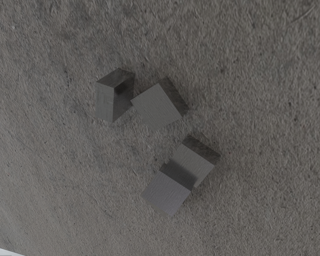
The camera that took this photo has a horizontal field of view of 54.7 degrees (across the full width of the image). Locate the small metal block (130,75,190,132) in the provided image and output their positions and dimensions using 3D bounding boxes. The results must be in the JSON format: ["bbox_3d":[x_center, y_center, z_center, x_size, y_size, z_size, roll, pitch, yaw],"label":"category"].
[{"bbox_3d":[0.000,-0.030,0.389,0.050,0.025,0.050,-27,104,37],"label":"small metal block"}]

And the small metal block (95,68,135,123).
[{"bbox_3d":[-0.057,-0.042,0.395,0.025,0.050,0.050,20,126,16],"label":"small metal block"}]

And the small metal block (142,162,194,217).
[{"bbox_3d":[0.011,0.084,0.425,0.050,0.025,0.050,33,114,3],"label":"small metal block"}]

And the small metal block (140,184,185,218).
[{"bbox_3d":[0.006,0.100,0.465,0.050,0.025,0.050,42,129,-1],"label":"small metal block"}]

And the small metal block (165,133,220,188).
[{"bbox_3d":[0.043,0.044,0.411,0.050,0.025,0.050,34,129,5],"label":"small metal block"}]
